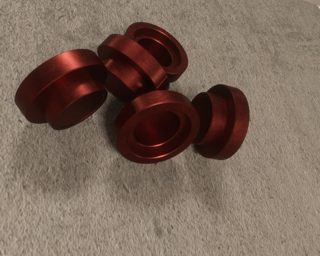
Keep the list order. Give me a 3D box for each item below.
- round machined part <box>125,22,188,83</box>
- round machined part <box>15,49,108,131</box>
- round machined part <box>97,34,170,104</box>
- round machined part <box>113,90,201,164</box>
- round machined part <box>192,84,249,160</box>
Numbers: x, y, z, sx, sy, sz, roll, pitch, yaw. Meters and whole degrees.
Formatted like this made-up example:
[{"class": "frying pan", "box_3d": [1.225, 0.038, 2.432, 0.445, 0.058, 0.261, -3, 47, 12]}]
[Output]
[{"class": "round machined part", "box_3d": [-0.012, -0.102, 0.444, 0.099, 0.042, 0.098, 20, 47, -23]}, {"class": "round machined part", "box_3d": [-0.095, -0.034, 0.327, 0.099, 0.097, 0.042, -32, 80, -38]}, {"class": "round machined part", "box_3d": [-0.040, -0.064, 0.381, 0.098, 0.098, 0.042, 39, 74, -2]}, {"class": "round machined part", "box_3d": [-0.006, -0.006, 0.363, 0.099, 0.097, 0.042, 3, 41, -27]}, {"class": "round machined part", "box_3d": [0.067, -0.010, 0.401, 0.042, 0.097, 0.098, 11, 57, -23]}]
